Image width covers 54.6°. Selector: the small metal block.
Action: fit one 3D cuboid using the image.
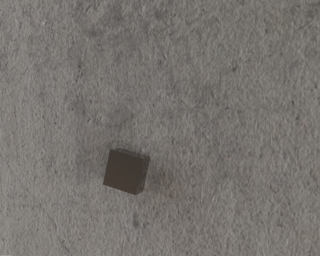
[{"bbox_3d":[-0.046,0.059,0.426,0.050,0.025,0.050,14,95,19],"label":"small metal block"}]
